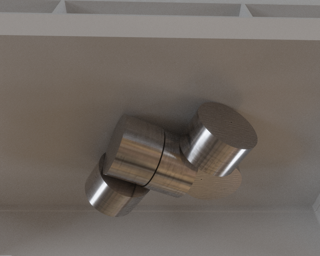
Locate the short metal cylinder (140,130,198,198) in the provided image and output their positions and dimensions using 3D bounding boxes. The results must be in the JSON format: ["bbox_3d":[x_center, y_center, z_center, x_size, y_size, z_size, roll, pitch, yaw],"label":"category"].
[{"bbox_3d":[0.011,0.047,0.412,0.050,0.080,0.079,21,127,-17],"label":"short metal cylinder"}]

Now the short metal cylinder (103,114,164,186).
[{"bbox_3d":[-0.035,0.028,0.394,0.050,0.080,0.079,20,127,-17],"label":"short metal cylinder"}]

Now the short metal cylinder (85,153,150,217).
[{"bbox_3d":[-0.058,0.076,0.435,0.080,0.080,0.050,23,126,-19],"label":"short metal cylinder"}]

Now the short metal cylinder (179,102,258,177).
[{"bbox_3d":[0.071,0.013,0.383,0.081,0.080,0.050,18,128,-15],"label":"short metal cylinder"}]

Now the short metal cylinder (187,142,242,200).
[{"bbox_3d":[0.071,0.058,0.440,0.081,0.050,0.079,0,130,0],"label":"short metal cylinder"}]
